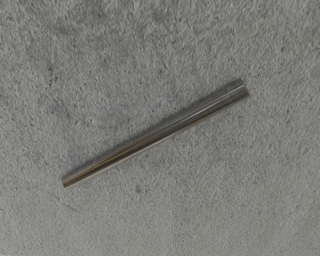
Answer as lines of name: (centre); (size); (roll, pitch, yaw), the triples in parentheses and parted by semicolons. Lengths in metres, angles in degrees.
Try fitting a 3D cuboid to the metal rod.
metal rod: (-0.020, 0.018, 0.424); (0.300, 0.025, 0.025); (-28, 125, 22)
